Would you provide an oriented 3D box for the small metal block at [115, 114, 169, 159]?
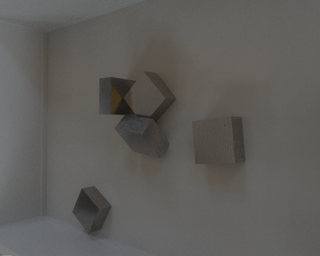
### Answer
[{"bbox_3d":[-0.023,0.011,0.407,0.050,0.050,0.025,11,56,39],"label":"small metal block"}]

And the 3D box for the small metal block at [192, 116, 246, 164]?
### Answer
[{"bbox_3d":[0.066,0.015,0.352,0.050,0.025,0.050,-7,86,40],"label":"small metal block"}]

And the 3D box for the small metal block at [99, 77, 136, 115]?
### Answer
[{"bbox_3d":[-0.058,-0.043,0.439,0.025,0.050,0.050,1,91,40],"label":"small metal block"}]

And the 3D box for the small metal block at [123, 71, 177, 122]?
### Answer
[{"bbox_3d":[-0.014,-0.040,0.416,0.050,0.025,0.050,-49,66,28],"label":"small metal block"}]

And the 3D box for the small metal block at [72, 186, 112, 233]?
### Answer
[{"bbox_3d":[-0.110,0.130,0.498,0.050,0.025,0.050,38,113,33],"label":"small metal block"}]
